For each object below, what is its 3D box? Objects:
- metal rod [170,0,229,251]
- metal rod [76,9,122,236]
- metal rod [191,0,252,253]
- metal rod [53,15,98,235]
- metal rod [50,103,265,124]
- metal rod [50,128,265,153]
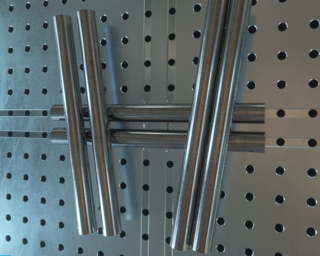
[{"bbox_3d":[0.047,-0.003,0.371,0.025,0.025,0.298,10,93,20],"label":"metal rod"},{"bbox_3d":[-0.082,-0.009,0.416,0.025,0.025,0.299,-8,87,20],"label":"metal rod"},{"bbox_3d":[0.071,-0.004,0.362,0.025,0.025,0.298,10,93,20],"label":"metal rod"},{"bbox_3d":[-0.117,-0.006,0.429,0.025,0.025,0.299,-9,87,20],"label":"metal rod"},{"bbox_3d":[-0.017,-0.020,0.420,0.301,0.025,0.025,1,91,20],"label":"metal rod"},{"bbox_3d":[-0.016,0.014,0.419,0.301,0.025,0.025,1,91,20],"label":"metal rod"}]
